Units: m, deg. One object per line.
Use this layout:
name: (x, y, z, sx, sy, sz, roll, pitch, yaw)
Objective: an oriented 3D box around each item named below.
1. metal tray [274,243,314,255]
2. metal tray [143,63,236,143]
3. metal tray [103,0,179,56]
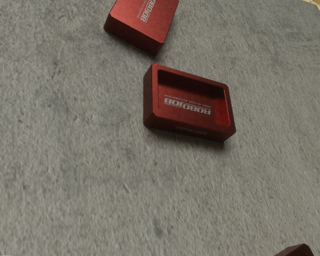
metal tray: (0.170, 0.216, 0.362, 0.091, 0.030, 0.130, -11, 68, -33)
metal tray: (0.042, -0.035, 0.446, 0.131, 0.030, 0.090, 12, 57, -22)
metal tray: (-0.026, -0.186, 0.502, 0.090, 0.030, 0.130, 26, 52, -13)
